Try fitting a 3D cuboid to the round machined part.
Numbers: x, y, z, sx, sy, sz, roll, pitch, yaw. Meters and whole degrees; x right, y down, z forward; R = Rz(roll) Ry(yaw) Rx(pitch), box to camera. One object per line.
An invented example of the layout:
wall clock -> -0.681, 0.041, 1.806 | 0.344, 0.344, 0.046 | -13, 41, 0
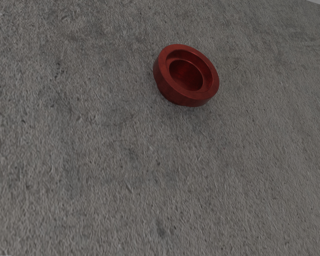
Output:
round machined part -> 0.034, -0.072, 0.454 | 0.099, 0.042, 0.098 | 13, 56, -21
